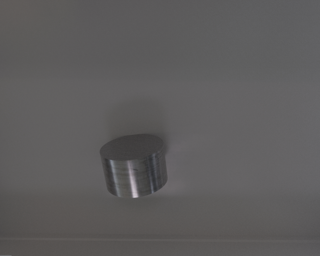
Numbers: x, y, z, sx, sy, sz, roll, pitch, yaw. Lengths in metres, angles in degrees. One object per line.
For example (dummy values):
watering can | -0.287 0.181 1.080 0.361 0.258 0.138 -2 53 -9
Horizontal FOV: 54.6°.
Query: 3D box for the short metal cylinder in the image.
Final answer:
short metal cylinder | -0.033 0.046 0.399 0.080 0.080 0.050 -6 110 2
